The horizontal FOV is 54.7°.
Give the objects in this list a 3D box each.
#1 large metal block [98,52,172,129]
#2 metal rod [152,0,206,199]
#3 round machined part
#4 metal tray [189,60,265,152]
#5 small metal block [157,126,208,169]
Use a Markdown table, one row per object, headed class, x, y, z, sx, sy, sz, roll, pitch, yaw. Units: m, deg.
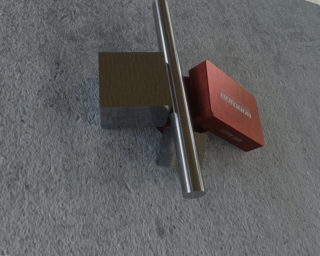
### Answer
| class | x | y | z | sx | sy | sz | roll | pitch | yaw |
| --- | --- | --- | --- | --- | --- | --- | --- | --- | --- |
| large metal block | -0.034 | -0.047 | 0.386 | 0.081 | 0.050 | 0.080 | -2 | 61 | -9 |
| metal rod | 0.018 | -0.058 | 0.397 | 0.025 | 0.025 | 0.299 | 8 | 56 | -24 |
| round machined part | 0.034 | -0.033 | 0.432 | 0.099 | 0.042 | 0.098 | 14 | 56 | -21 |
| metal tray | 0.097 | -0.028 | 0.442 | 0.131 | 0.030 | 0.090 | 26 | 51 | -38 |
| small metal block | 0.028 | 0.028 | 0.390 | 0.050 | 0.025 | 0.050 | 14 | 81 | -20 |
